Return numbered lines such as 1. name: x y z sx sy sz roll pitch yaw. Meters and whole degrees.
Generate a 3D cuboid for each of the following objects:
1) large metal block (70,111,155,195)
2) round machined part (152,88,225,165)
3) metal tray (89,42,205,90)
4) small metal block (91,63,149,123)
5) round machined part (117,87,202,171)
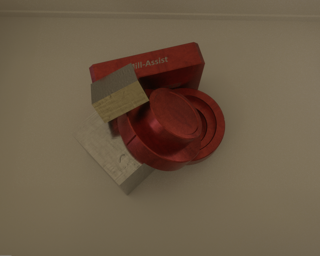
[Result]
1. large metal block: -0.051 0.029 0.368 0.050 0.080 0.080 -42 76 -14
2. round machined part: 0.031 0.001 0.400 0.099 0.042 0.098 0 70 -1
3. metal tray: -0.015 -0.059 0.394 0.131 0.090 0.030 -14 72 -6
4. small metal block: -0.043 -0.038 0.323 0.050 0.025 0.050 -27 33 3
5. round machined part: 0.007 -0.005 0.340 0.099 0.042 0.098 24 43 -24
